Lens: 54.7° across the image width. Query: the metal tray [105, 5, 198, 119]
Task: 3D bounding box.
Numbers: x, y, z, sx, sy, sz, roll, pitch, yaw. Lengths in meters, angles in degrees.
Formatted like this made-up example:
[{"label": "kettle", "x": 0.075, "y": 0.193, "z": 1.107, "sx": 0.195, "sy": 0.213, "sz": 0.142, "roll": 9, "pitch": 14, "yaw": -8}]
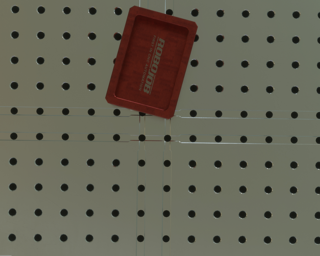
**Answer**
[{"label": "metal tray", "x": -0.011, "y": -0.084, "z": 0.410, "sx": 0.091, "sy": 0.030, "sz": 0.129, "roll": 15, "pitch": 90, "yaw": -1}]
